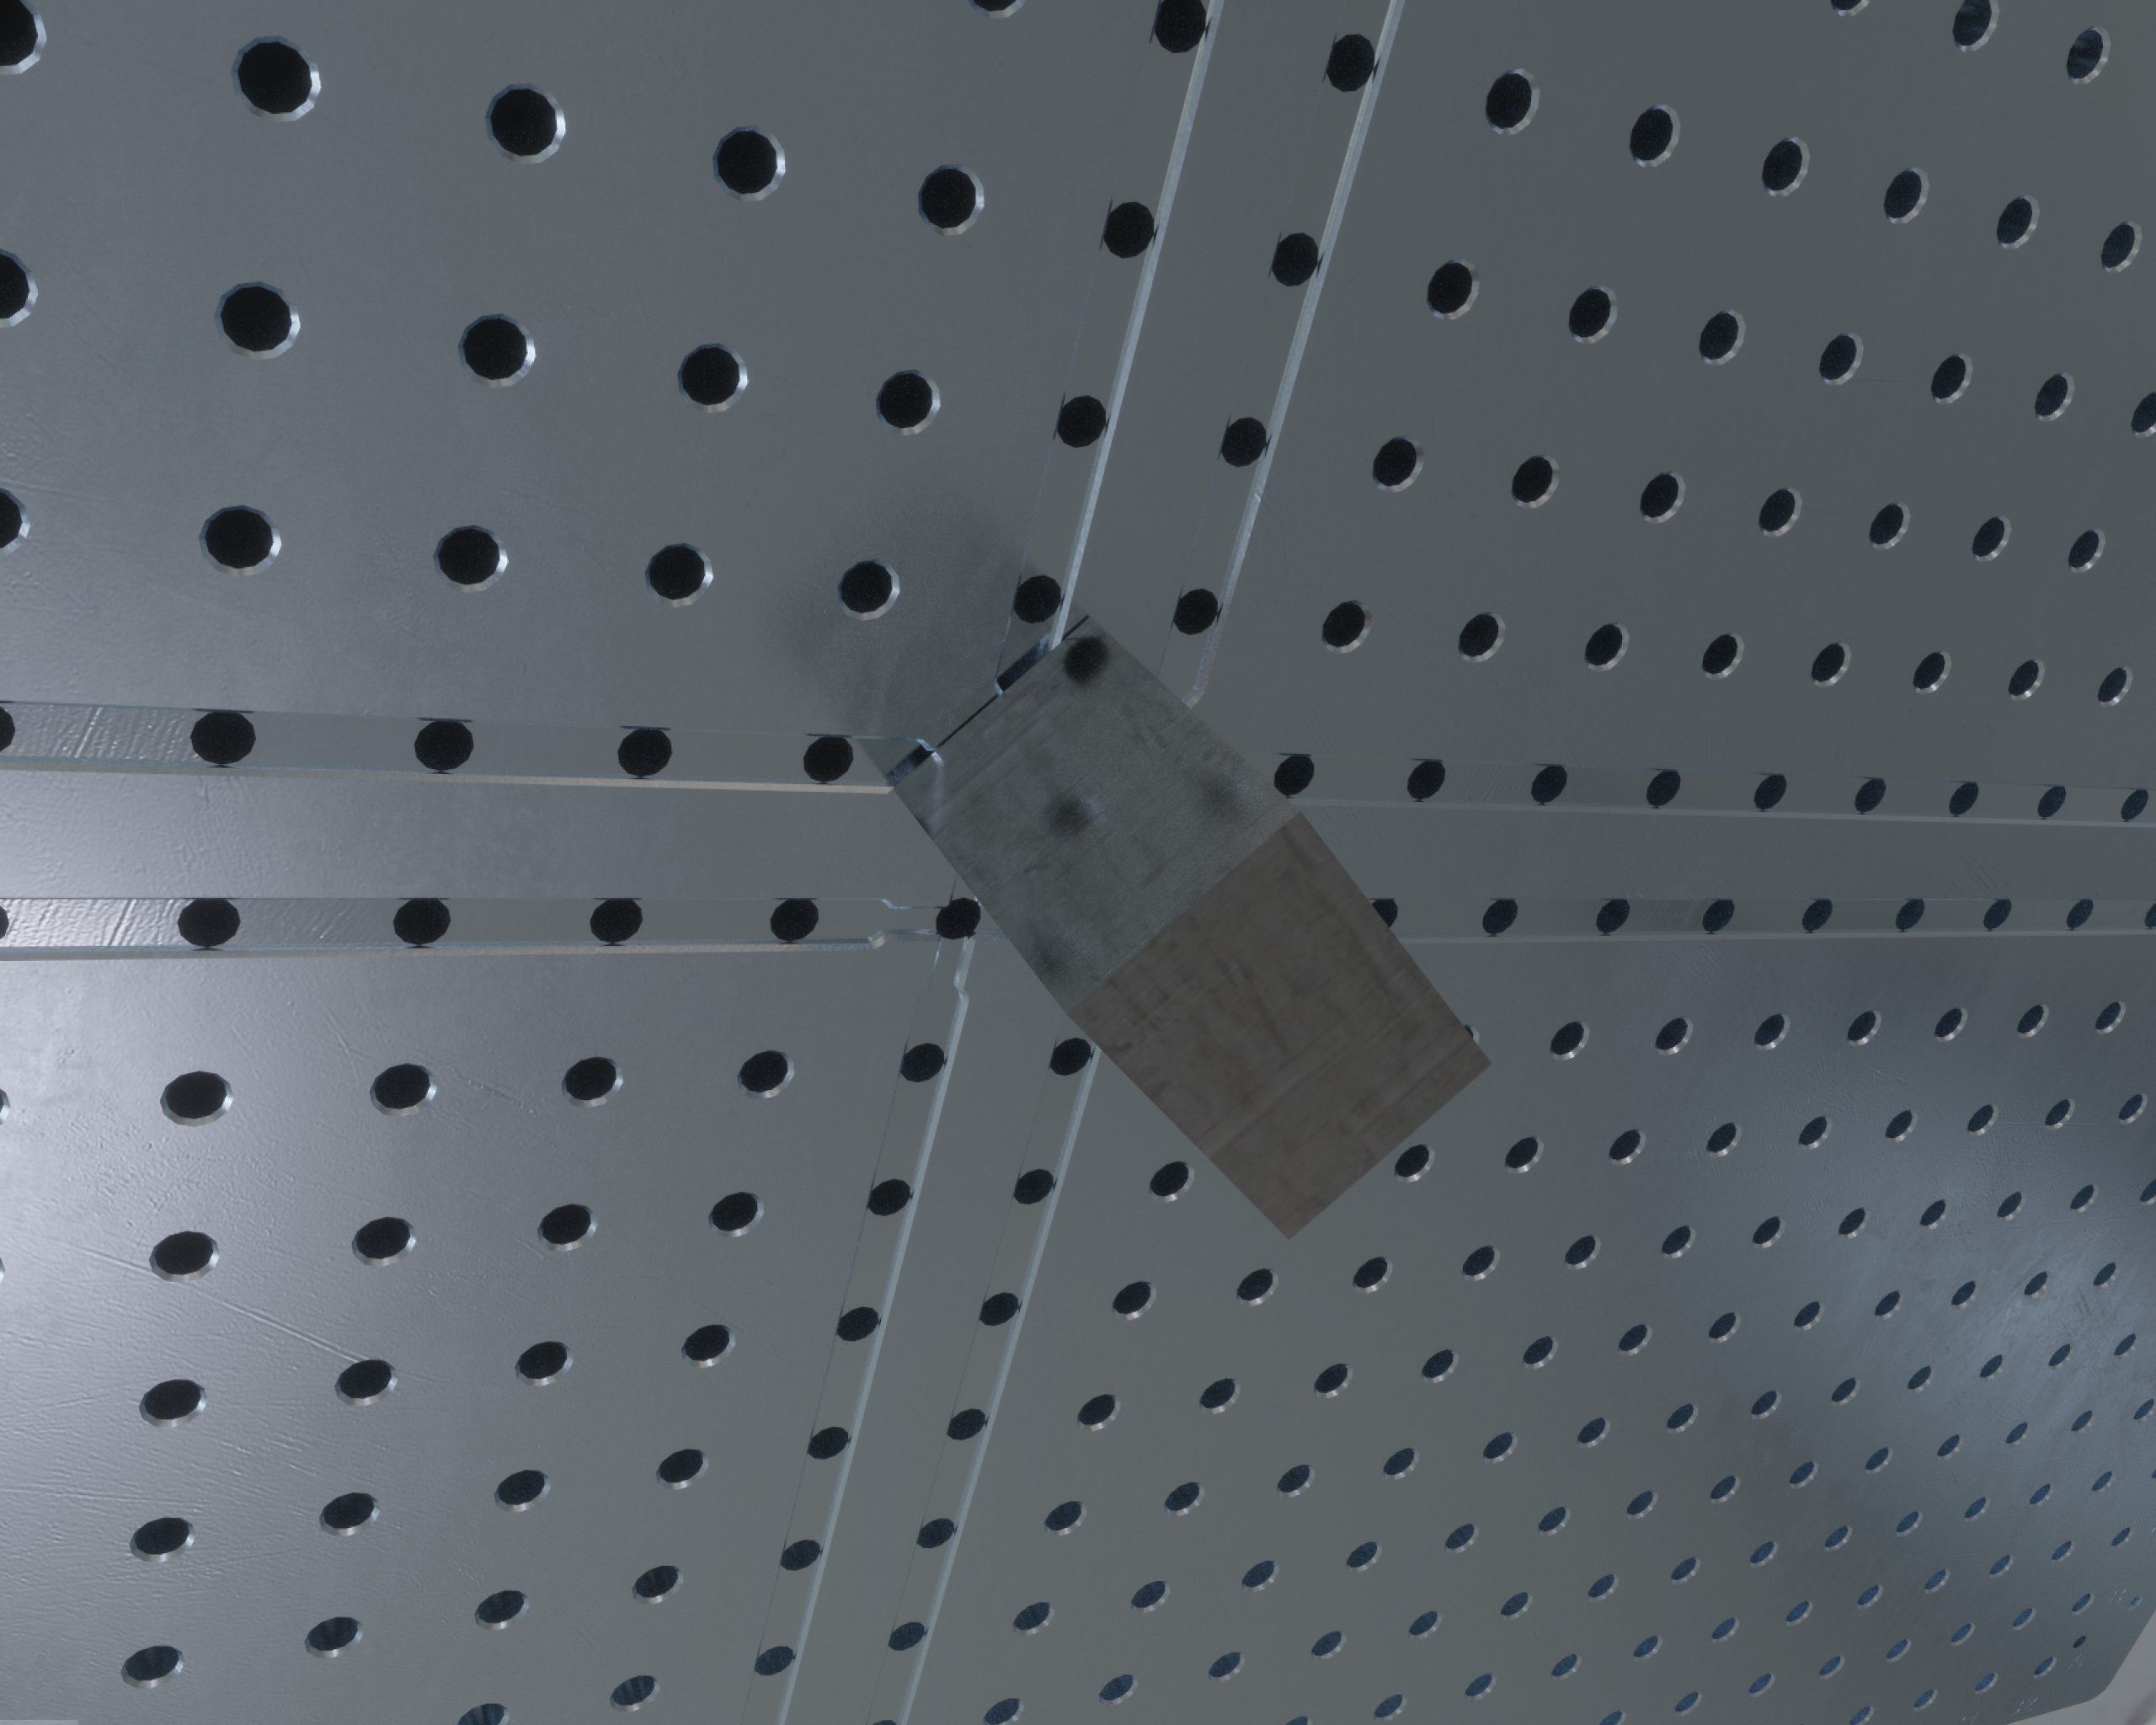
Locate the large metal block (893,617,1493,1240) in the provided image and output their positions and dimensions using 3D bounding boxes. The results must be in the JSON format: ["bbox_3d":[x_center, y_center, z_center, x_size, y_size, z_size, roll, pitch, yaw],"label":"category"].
[{"bbox_3d":[0.021,0.012,0.393,0.050,0.080,0.080,-41,130,0],"label":"large metal block"}]
